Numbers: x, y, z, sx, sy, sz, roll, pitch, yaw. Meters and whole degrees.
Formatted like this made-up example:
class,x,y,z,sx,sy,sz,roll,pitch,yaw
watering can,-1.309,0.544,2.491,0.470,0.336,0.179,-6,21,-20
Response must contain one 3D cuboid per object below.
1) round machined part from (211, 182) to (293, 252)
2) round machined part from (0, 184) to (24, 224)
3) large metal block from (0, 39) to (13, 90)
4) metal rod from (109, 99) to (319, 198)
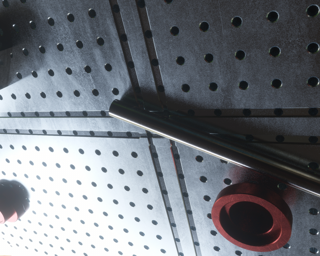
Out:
class,x,y,z,sx,sy,sz,roll,pitch,yaw
round machined part,0.121,0.110,0.405,0.098,0.042,0.097,13,124,21
round machined part,-0.361,0.177,0.701,0.098,0.042,0.097,13,124,21
large metal block,-0.283,-0.107,0.478,0.080,0.050,0.079,35,129,5
metal rod,0.072,0.024,0.387,0.301,0.025,0.025,21,126,15
